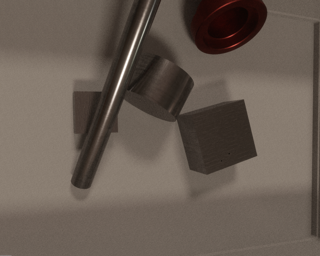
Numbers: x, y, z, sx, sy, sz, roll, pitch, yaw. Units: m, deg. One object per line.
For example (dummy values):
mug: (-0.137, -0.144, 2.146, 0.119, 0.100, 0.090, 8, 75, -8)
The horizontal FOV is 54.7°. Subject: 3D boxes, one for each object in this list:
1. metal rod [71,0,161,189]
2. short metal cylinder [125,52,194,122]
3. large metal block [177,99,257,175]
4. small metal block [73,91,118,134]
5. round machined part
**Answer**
metal rod: (-0.040, -0.063, 0.331, 0.025, 0.025, 0.298, 17, 110, -20)
short metal cylinder: (-0.005, -0.048, 0.380, 0.080, 0.080, 0.050, 30, 80, -18)
large metal block: (0.077, 0.010, 0.427, 0.081, 0.050, 0.080, -17, 96, -20)
small metal block: (-0.080, -0.019, 0.382, 0.050, 0.025, 0.050, -2, 91, -20)
round machined part: (0.087, -0.147, 0.412, 0.099, 0.097, 0.042, -9, 64, -20)
